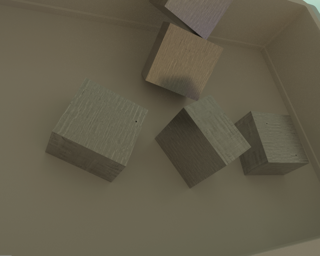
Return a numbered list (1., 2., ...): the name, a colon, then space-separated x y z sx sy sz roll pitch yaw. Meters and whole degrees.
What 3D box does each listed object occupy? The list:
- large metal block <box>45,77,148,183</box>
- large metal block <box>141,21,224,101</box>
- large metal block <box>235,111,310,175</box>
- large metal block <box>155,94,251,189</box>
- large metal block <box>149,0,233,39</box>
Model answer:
1. large metal block: -0.070 0.003 0.351 0.080 0.050 0.080 28 52 -11
2. large metal block: 0.029 -0.094 0.436 0.080 0.080 0.050 20 16 -17
3. large metal block: 0.163 0.025 0.465 0.081 0.050 0.080 4 60 -27
4. large metal block: 0.050 0.018 0.388 0.050 0.080 0.080 -27 77 -37
5. large metal block: 0.046 -0.179 0.419 0.080 0.080 0.050 27 12 -36
